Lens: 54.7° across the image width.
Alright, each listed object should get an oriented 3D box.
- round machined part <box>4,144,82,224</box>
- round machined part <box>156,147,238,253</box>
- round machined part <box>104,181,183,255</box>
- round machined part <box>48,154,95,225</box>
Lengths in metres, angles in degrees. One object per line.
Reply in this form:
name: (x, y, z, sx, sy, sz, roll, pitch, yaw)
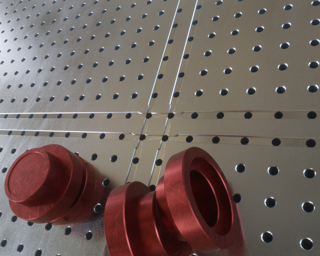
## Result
round machined part: (-0.149, 0.063, 0.380, 0.098, 0.042, 0.098, -13, 56, 20)
round machined part: (0.033, 0.071, 0.302, 0.042, 0.098, 0.098, -27, 51, 28)
round machined part: (-0.010, 0.099, 0.305, 0.042, 0.098, 0.098, -20, 54, 16)
round machined part: (-0.141, 0.078, 0.422, 0.098, 0.042, 0.098, -13, 56, 20)
